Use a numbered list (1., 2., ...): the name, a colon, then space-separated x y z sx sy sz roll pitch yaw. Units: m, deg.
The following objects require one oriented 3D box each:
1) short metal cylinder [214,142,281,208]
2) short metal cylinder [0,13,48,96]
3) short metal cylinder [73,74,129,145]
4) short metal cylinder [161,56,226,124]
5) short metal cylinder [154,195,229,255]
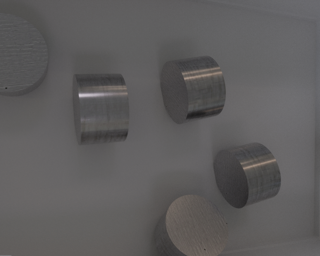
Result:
1. short metal cylinder: 0.117 0.064 0.424 0.050 0.080 0.080 -12 94 -20
2. short metal cylinder: -0.165 -0.076 0.336 0.081 0.050 0.080 0 90 -20
3. short metal cylinder: -0.070 -0.022 0.355 0.050 0.080 0.079 -4 92 -20
4. short metal cylinder: 0.040 -0.049 0.396 0.050 0.080 0.080 -13 95 -20
5. short metal cylinder: 0.038 0.132 0.391 0.081 0.050 0.080 11 49 -12
